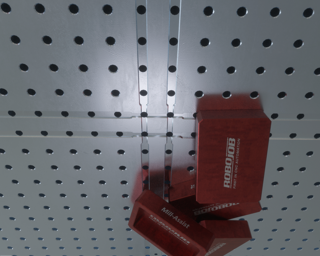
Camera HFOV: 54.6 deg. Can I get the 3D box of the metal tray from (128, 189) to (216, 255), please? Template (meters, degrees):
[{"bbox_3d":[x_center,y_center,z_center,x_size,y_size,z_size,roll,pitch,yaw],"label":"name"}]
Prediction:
[{"bbox_3d":[0.014,0.165,0.500,0.130,0.030,0.089,32,137,14],"label":"metal tray"}]

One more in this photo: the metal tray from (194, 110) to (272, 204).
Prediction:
[{"bbox_3d":[0.094,0.041,0.421,0.090,0.030,0.129,-1,114,1],"label":"metal tray"}]

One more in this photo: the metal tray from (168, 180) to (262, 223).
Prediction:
[{"bbox_3d":[0.090,0.116,0.508,0.130,0.030,0.090,-20,128,16],"label":"metal tray"}]

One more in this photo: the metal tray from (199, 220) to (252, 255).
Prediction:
[{"bbox_3d":[0.091,0.203,0.556,0.091,0.030,0.129,6,142,-19],"label":"metal tray"}]
